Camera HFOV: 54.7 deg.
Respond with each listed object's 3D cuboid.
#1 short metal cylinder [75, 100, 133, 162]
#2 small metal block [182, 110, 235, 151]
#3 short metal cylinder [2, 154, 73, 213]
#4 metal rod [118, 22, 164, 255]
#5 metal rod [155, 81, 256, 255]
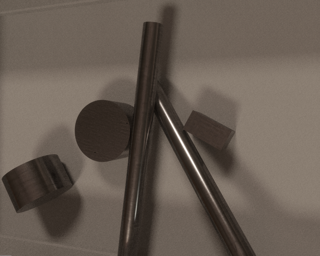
[{"bbox_3d":[-0.066,0.004,0.419,0.080,0.050,0.079,0,90,19],"label":"short metal cylinder"},{"bbox_3d":[0.061,0.003,0.375,0.050,0.050,0.025,30,98,17],"label":"small metal block"},{"bbox_3d":[-0.173,0.079,0.441,0.080,0.080,0.050,-32,80,17],"label":"short metal cylinder"},{"bbox_3d":[-0.025,0.023,0.384,0.025,0.025,0.298,8,94,19],"label":"metal rod"},{"bbox_3d":[0.043,0.052,0.355,0.025,0.025,0.299,-35,64,16],"label":"metal rod"}]
